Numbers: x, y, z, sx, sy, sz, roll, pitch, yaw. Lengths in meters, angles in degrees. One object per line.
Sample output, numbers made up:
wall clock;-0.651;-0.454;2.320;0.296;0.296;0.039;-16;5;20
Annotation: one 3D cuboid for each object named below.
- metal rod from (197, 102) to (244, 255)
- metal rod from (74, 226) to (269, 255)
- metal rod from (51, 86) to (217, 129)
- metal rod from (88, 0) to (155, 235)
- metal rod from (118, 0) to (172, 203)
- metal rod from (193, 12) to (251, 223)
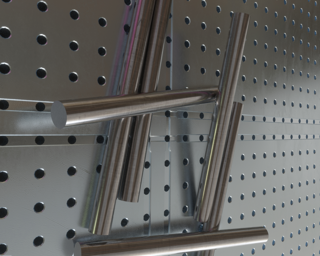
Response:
metal rod;0.090;0.103;0.483;0.025;0.025;0.299;23;76;-38
metal rod;0.037;0.153;0.415;0.302;0.025;0.025;8;85;-32
metal rod;0.009;-0.034;0.384;0.302;0.025;0.025;-13;99;-49
metal rod;-0.043;-0.028;0.372;0.025;0.025;0.299;17;79;-39
metal rod;-0.015;-0.058;0.395;0.025;0.025;0.299;15;80;-39
metal rod;0.087;-0.011;0.446;0.025;0.025;0.298;6;97;-40
